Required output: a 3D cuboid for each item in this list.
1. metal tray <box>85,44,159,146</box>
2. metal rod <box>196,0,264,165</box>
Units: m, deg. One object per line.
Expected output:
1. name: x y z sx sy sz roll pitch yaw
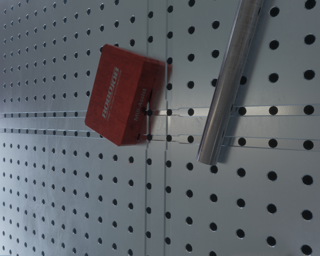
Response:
1. metal tray: -0.060 -0.049 0.456 0.090 0.030 0.129 28 107 36
2. metal rod: 0.089 -0.103 0.335 0.025 0.025 0.298 22 104 38
